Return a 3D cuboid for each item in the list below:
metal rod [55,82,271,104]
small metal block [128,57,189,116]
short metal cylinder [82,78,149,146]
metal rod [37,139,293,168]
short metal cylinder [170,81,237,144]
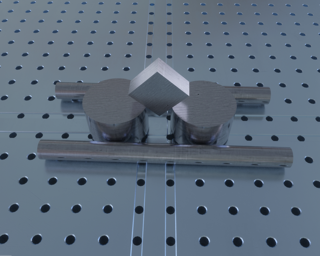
[{"bbox_3d":[0.004,-0.050,0.445,0.302,0.025,0.025,2,50,1],"label":"metal rod"},{"bbox_3d":[-0.001,-0.047,0.366,0.050,0.050,0.025,33,42,-30],"label":"small metal block"},{"bbox_3d":[-0.055,-0.019,0.403,0.081,0.050,0.080,0,50,0],"label":"short metal cylinder"},{"bbox_3d":[0.005,0.031,0.377,0.302,0.025,0.025,2,50,1],"label":"metal rod"},{"bbox_3d":[0.054,-0.016,0.401,0.081,0.050,0.080,0,50,0],"label":"short metal cylinder"}]
